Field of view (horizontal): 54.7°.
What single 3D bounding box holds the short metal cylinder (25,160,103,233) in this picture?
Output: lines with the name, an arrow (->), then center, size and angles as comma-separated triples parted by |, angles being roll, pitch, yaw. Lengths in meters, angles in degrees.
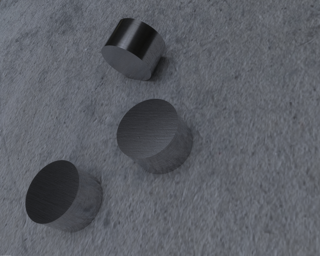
short metal cylinder -> -0.121, 0.088, 0.396 | 0.080, 0.050, 0.080 | -13, 56, 20

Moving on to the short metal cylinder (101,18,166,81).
short metal cylinder -> -0.039, -0.114, 0.457 | 0.080, 0.080, 0.050 | 14, 69, 33

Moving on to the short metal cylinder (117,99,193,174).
short metal cylinder -> -0.006, 0.011, 0.383 | 0.080, 0.050, 0.080 | -13, 56, 20
